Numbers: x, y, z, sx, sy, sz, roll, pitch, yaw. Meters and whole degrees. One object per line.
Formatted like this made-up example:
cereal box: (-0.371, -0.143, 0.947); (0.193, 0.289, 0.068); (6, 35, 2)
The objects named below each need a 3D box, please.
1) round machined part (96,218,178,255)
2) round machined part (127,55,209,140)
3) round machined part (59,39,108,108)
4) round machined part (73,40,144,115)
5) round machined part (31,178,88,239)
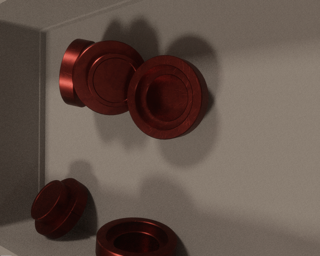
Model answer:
round machined part: (-0.029, 0.152, 0.382); (0.098, 0.099, 0.042); (13, 102, 39)
round machined part: (0.012, -0.036, 0.376); (0.098, 0.042, 0.097); (2, 95, 28)
round machined part: (-0.104, -0.077, 0.453); (0.042, 0.098, 0.097); (12, 99, 7)
round machined part: (-0.062, -0.064, 0.404); (0.042, 0.099, 0.097); (-145, 65, -65)
round machined part: (-0.168, 0.124, 0.500); (0.098, 0.042, 0.098); (-26, 40, 24)
